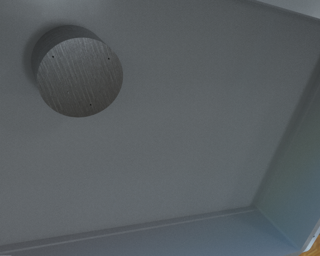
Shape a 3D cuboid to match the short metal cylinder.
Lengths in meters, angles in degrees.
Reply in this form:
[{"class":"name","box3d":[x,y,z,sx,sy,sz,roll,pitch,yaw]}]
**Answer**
[{"class":"short metal cylinder","box3d":[-0.084,-0.057,0.312,0.081,0.050,0.079,-14,125,-21]}]
